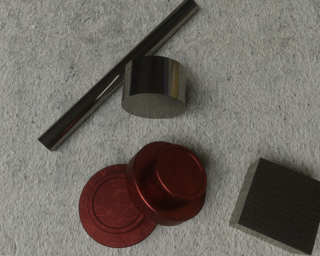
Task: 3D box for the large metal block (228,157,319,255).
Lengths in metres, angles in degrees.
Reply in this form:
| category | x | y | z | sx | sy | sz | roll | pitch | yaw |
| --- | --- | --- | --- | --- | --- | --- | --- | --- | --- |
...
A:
| category | x | y | z | sx | sy | sz | roll | pitch | yaw |
| --- | --- | --- | --- | --- | --- | --- | --- | --- | --- |
| large metal block | 0.136 | 0.092 | 0.363 | 0.080 | 0.050 | 0.080 | 23 | 72 | 8 |

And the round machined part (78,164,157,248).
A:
| category | x | y | z | sx | sy | sz | roll | pitch | yaw |
| --- | --- | --- | --- | --- | --- | --- | --- | --- | --- |
| round machined part | -0.047 | 0.090 | 0.366 | 0.099 | 0.042 | 0.098 | 0 | 70 | 0 |

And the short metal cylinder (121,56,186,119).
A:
| category | x | y | z | sx | sy | sz | roll | pitch | yaw |
| --- | --- | --- | --- | --- | --- | --- | --- | --- | --- |
| short metal cylinder | -0.007 | -0.049 | 0.397 | 0.080 | 0.080 | 0.050 | 3 | 70 | 1 |

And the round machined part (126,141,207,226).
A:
| category | x | y | z | sx | sy | sz | roll | pitch | yaw |
| --- | --- | --- | --- | --- | --- | --- | --- | --- | --- |
| round machined part | 0.014 | 0.057 | 0.353 | 0.099 | 0.042 | 0.098 | 20 | 49 | -24 |

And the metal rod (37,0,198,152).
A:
| category | x | y | z | sx | sy | sz | roll | pitch | yaw |
| --- | --- | --- | --- | --- | --- | --- | --- | --- | --- |
| metal rod | -0.050 | -0.084 | 0.438 | 0.025 | 0.025 | 0.301 | 39 | 74 | 13 |
